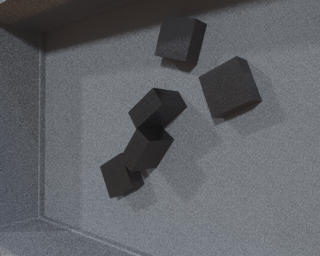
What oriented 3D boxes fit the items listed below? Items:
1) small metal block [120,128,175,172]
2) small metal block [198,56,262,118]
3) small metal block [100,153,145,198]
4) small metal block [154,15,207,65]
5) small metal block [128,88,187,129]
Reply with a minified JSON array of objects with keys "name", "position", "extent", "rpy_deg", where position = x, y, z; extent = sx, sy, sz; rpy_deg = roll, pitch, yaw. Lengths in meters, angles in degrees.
[{"name":"small metal block","position":[-0.016,0.027,0.402],"extent":[0.025,0.050,0.050],"rpy_deg":[45,117,30]},{"name":"small metal block","position":[0.077,-0.043,0.342],"extent":[0.050,0.025,0.050],"rpy_deg":[-26,74,36]},{"name":"small metal block","position":[-0.056,0.069,0.451],"extent":[0.050,0.025,0.050],"rpy_deg":[-34,70,34]},{"name":"small metal block","position":[0.025,-0.109,0.384],"extent":[0.050,0.025,0.050],"rpy_deg":[22,104,37]},{"name":"small metal block","position":[-0.003,-0.023,0.391],"extent":[0.050,0.050,0.025],"rpy_deg":[-41,65,32]}]
